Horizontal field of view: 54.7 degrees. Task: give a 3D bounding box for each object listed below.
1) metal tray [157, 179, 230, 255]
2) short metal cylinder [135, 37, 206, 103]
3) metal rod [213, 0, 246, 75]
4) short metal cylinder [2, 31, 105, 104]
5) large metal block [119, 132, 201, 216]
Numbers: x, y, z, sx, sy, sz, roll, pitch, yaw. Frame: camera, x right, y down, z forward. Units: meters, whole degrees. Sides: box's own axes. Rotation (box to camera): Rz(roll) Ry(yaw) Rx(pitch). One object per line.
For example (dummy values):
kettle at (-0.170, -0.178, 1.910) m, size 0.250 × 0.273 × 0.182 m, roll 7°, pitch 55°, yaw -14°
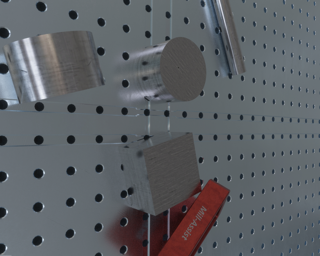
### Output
metal tray at (0.042, 0.140, 0.408) m, size 0.130 × 0.030 × 0.090 m, roll -48°, pitch 157°, yaw -29°
short metal cylinder at (0.015, -0.073, 0.405) m, size 0.081 × 0.050 × 0.080 m, roll 0°, pitch 90°, yaw -40°
metal rod at (0.087, -0.229, 0.480) m, size 0.025 × 0.025 × 0.298 m, roll -30°, pitch 109°, yaw -36°
short metal cylinder at (-0.097, -0.056, 0.291) m, size 0.081 × 0.080 × 0.050 m, roll -21°, pitch 104°, yaw -38°
large metal block at (0.002, 0.053, 0.394) m, size 0.081 × 0.050 × 0.079 m, roll -17°, pitch 101°, yaw -39°
